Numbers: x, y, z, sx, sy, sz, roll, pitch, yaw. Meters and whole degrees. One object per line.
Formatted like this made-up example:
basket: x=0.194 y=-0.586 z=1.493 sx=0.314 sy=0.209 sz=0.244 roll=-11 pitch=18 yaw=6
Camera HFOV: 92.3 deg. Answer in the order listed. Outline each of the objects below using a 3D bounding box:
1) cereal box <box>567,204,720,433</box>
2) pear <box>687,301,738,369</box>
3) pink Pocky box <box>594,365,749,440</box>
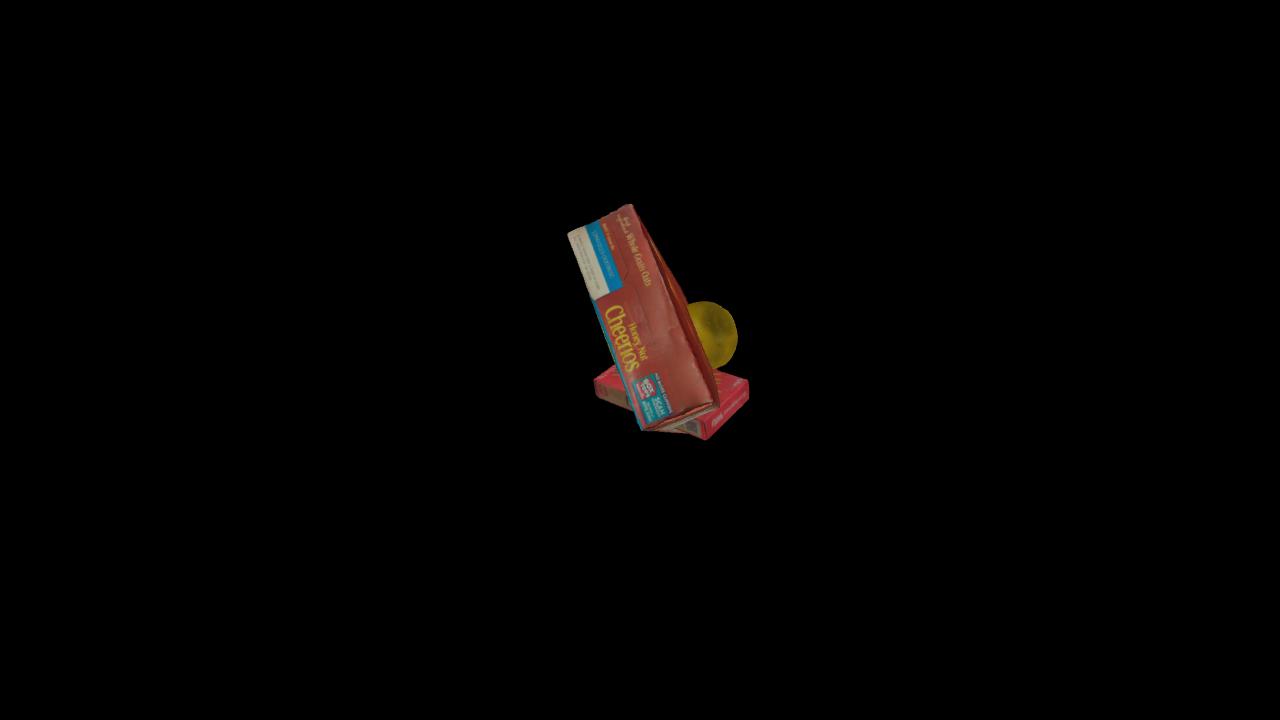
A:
cereal box: x=0.026 y=-0.023 z=0.693 sx=0.081 sy=0.203 sz=0.306 roll=-23 pitch=-11 yaw=9
pear: x=0.060 y=-0.019 z=0.708 sx=0.080 sy=0.080 sz=0.111 roll=0 pitch=-22 yaw=-37
pink Pocky box: x=0.033 y=0.032 z=0.674 sx=0.155 sy=0.029 sz=0.084 roll=19 pitch=41 yaw=37
